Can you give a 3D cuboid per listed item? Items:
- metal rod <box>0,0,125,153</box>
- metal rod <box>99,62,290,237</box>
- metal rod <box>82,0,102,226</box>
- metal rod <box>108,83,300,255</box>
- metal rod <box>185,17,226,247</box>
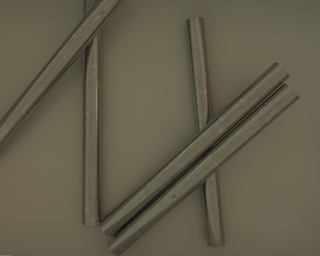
[{"bbox_3d":[-0.142,-0.063,0.392,0.025,0.025,0.299,42,96,-1],"label":"metal rod"},{"bbox_3d":[0.037,0.032,0.390,0.300,0.025,0.025,-43,91,8],"label":"metal rod"},{"bbox_3d":[-0.090,-0.024,0.410,0.025,0.025,0.298,0,90,-1],"label":"metal rod"},{"bbox_3d":[0.048,0.058,0.389,0.300,0.025,0.025,-43,91,9],"label":"metal rod"},{"bbox_3d":[0.060,0.006,0.412,0.025,0.025,0.298,-5,90,-1],"label":"metal rod"}]
